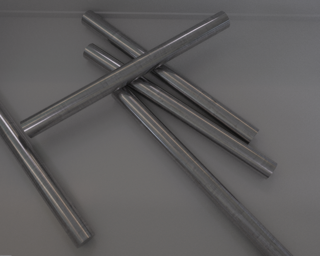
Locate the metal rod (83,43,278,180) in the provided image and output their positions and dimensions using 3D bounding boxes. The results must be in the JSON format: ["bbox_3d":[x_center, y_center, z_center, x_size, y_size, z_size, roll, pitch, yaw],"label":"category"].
[{"bbox_3d":[0.019,-0.028,0.419,0.300,0.025,0.025,34,74,11],"label":"metal rod"}]

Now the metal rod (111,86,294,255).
[{"bbox_3d":[0.044,0.052,0.390,0.025,0.025,0.300,-41,75,-13],"label":"metal rod"}]

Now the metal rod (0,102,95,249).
[{"bbox_3d":[-0.181,0.023,0.399,0.025,0.025,0.300,-38,75,-13],"label":"metal rod"}]

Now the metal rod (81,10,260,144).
[{"bbox_3d":[0.006,-0.078,0.437,0.300,0.025,0.025,38,74,12],"label":"metal rod"}]

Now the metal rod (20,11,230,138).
[{"bbox_3d":[-0.039,-0.074,0.408,0.301,0.025,0.025,-31,73,-7],"label":"metal rod"}]
